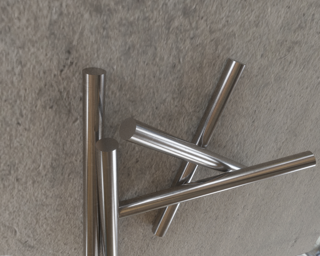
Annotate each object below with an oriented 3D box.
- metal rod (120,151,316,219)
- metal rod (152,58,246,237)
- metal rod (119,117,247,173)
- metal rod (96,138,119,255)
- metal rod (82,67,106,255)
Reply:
[{"bbox_3d":[0.082,0.084,0.458,0.302,0.025,0.025,-14,126,-3],"label":"metal rod"},{"bbox_3d":[0.050,0.042,0.462,0.025,0.025,0.298,8,114,-33],"label":"metal rod"},{"bbox_3d":[0.062,0.042,0.432,0.301,0.025,0.025,23,106,-46],"label":"metal rod"},{"bbox_3d":[-0.070,0.137,0.433,0.025,0.025,0.298,-12,130,-22],"label":"metal rod"},{"bbox_3d":[-0.087,0.069,0.402,0.025,0.025,0.298,-7,122,-25],"label":"metal rod"}]
